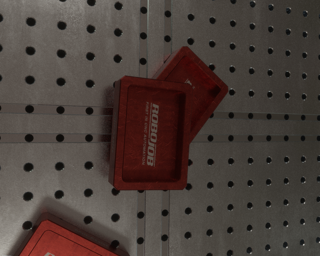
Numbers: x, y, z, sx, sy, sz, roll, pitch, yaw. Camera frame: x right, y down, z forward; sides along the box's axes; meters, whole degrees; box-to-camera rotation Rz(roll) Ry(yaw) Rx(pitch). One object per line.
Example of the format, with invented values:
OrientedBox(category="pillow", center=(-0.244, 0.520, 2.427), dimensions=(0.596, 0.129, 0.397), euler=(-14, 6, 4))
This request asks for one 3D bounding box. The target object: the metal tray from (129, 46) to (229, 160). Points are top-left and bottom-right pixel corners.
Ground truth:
OrientedBox(category="metal tray", center=(0.022, -0.033, 0.419), dimensions=(0.090, 0.030, 0.130), euler=(41, 77, -16))

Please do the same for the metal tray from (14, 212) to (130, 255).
OrientedBox(category="metal tray", center=(-0.107, 0.172, 0.371), dimensions=(0.130, 0.030, 0.090), euler=(35, 79, -17))

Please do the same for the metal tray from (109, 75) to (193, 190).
OrientedBox(category="metal tray", center=(-0.011, 0.008, 0.374), dimensions=(0.091, 0.030, 0.129), euler=(4, 89, -20))
